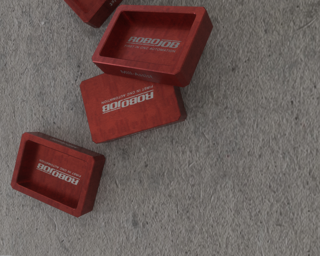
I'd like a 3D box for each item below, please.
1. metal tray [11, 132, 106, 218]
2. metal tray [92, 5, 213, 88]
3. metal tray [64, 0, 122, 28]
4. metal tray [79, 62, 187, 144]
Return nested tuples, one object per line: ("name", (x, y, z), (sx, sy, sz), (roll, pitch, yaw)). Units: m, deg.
("metal tray", (-0.153, 0.066, 0.460), (0.130, 0.030, 0.089), (17, 96, 19))
("metal tray", (-0.012, -0.105, 0.381), (0.130, 0.030, 0.090), (15, 74, 30))
("metal tray", (-0.082, -0.219, 0.434), (0.130, 0.030, 0.090), (-45, 76, 14))
("metal tray", (-0.038, -0.037, 0.420), (0.130, 0.030, 0.090), (-16, 85, 19))
